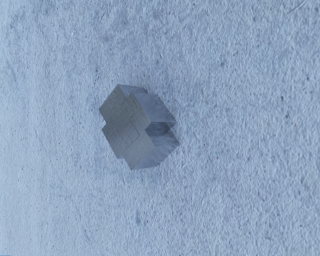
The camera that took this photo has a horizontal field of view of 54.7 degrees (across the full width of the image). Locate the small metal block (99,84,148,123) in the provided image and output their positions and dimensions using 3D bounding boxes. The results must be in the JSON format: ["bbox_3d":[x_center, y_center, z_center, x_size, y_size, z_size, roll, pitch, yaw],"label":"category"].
[{"bbox_3d":[-0.047,-0.032,0.426,0.050,0.050,0.025,-46,63,30],"label":"small metal block"}]

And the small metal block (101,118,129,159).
[{"bbox_3d":[-0.044,0.013,0.423,0.025,0.050,0.050,-47,62,30],"label":"small metal block"}]

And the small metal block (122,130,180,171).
[{"bbox_3d":[-0.011,0.027,0.397,0.050,0.050,0.025,-46,63,30],"label":"small metal block"}]

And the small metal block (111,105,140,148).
[{"bbox_3d":[-0.029,-0.003,0.411,0.025,0.050,0.050,-47,62,30],"label":"small metal block"}]

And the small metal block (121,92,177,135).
[{"bbox_3d":[-0.014,-0.018,0.399,0.025,0.050,0.050,-48,62,29],"label":"small metal block"}]
